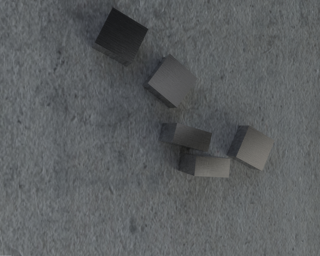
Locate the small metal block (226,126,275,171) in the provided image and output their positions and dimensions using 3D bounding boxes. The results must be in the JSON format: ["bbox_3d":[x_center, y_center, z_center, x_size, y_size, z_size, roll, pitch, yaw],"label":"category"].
[{"bbox_3d":[0.135,0.030,0.461,0.050,0.025,0.050,28,81,-18],"label":"small metal block"}]

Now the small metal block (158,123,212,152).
[{"bbox_3d":[0.032,0.012,0.409,0.050,0.050,0.025,16,85,-20],"label":"small metal block"}]

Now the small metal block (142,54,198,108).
[{"bbox_3d":[0.013,-0.062,0.415,0.050,0.025,0.050,39,77,-16],"label":"small metal block"}]

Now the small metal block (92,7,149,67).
[{"bbox_3d":[-0.050,-0.113,0.391,0.050,0.025,0.050,27,81,-19],"label":"small metal block"}]

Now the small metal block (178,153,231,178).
[{"bbox_3d":[0.059,0.050,0.419,0.050,0.050,0.025,6,88,-20],"label":"small metal block"}]
